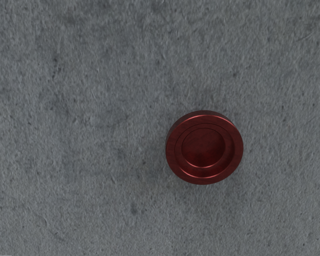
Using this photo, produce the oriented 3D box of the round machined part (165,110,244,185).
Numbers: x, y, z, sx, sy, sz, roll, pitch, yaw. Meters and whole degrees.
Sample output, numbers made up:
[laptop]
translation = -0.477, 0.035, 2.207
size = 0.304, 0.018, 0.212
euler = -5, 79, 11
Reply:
[round machined part]
translation = 0.056, 0.023, 0.410
size = 0.099, 0.042, 0.097
euler = 0, 110, -1
